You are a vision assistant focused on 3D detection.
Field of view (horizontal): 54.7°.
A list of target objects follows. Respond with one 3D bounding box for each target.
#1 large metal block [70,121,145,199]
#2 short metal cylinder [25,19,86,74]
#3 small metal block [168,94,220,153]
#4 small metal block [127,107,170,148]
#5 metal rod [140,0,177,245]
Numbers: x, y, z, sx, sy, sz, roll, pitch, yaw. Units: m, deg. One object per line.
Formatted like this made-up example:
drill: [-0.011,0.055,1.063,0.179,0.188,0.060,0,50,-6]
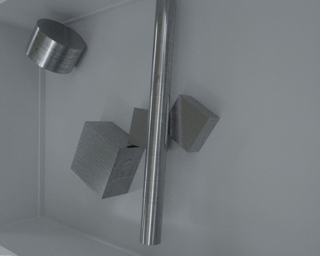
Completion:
large metal block: [-0.078,0.044,0.452,0.080,0.050,0.079,34,111,34]
short metal cylinder: [-0.171,-0.134,0.509,0.050,0.081,0.080,-52,60,27]
small metal block: [0.036,-0.006,0.376,0.050,0.025,0.050,42,115,31]
small metal block: [-0.012,0.002,0.412,0.050,0.025,0.050,12,91,39]
metal rod: [-0.002,-0.014,0.373,0.025,0.025,0.298,2,87,39]
